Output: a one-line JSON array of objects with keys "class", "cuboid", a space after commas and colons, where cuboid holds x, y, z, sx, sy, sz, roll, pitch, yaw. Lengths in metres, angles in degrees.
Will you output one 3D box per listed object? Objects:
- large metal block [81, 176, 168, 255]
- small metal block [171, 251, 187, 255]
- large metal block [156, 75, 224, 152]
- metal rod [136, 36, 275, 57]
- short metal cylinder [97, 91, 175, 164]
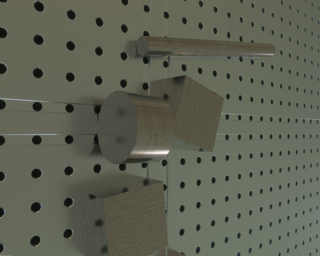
[{"class": "large metal block", "cuboid": [-0.040, 0.107, 0.362, 0.081, 0.050, 0.079, -8, 95, -40]}, {"class": "small metal block", "cuboid": [0.024, 0.211, 0.432, 0.050, 0.025, 0.050, -39, 114, -33]}, {"class": "large metal block", "cuboid": [0.036, -0.017, 0.425, 0.080, 0.050, 0.080, 23, 75, -38]}, {"class": "metal rod", "cuboid": [0.092, -0.125, 0.488, 0.302, 0.025, 0.025, -11, 97, -40]}, {"class": "short metal cylinder", "cuboid": [-0.029, 0.000, 0.351, 0.050, 0.080, 0.079, 3, 88, -40]}]
